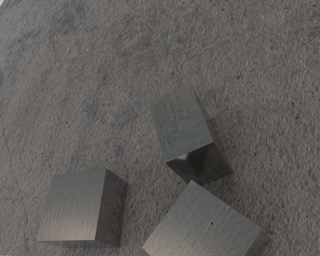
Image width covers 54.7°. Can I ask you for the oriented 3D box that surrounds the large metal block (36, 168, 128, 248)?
[{"bbox_3d":[-0.091,0.099,0.375,0.080,0.050,0.080,-10,58,23],"label":"large metal block"}]

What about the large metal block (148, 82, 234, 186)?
[{"bbox_3d":[0.035,0.011,0.344,0.050,0.080,0.080,-25,53,13],"label":"large metal block"}]

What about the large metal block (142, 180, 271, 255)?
[{"bbox_3d":[0.045,0.111,0.296,0.080,0.050,0.080,31,79,38],"label":"large metal block"}]
